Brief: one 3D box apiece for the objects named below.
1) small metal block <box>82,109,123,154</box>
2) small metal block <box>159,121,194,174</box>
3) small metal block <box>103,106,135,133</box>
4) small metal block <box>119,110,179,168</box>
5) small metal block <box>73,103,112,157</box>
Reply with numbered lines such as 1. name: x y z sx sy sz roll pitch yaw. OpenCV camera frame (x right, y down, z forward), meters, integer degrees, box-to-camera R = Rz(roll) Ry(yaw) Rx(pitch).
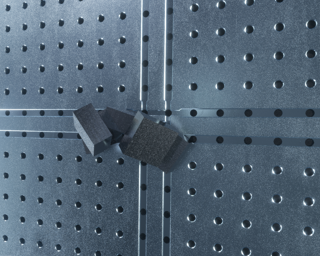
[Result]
1. small metal block: -0.085 0.005 0.441 0.050 0.025 0.050 -20 83 18
2. small metal block: 0.007 0.024 0.409 0.050 0.025 0.050 37 102 16
3. small metal block: -0.041 -0.008 0.413 0.050 0.050 0.025 20 97 18
4. small metal block: -0.014 0.014 0.375 0.050 0.025 0.050 25 101 -27
5. small metal block: -0.087 0.003 0.399 0.025 0.050 0.050 -30 78 -22
